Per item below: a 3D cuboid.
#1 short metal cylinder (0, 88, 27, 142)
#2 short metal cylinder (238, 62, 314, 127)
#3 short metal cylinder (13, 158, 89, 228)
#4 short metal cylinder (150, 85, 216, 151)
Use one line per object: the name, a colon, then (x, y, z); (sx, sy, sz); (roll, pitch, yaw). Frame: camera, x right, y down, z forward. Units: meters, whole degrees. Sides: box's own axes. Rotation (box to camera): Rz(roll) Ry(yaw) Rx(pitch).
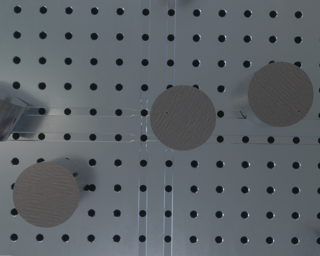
short metal cylinder: (-0.216, -0.025, 0.384); (0.080, 0.080, 0.050); (30, 90, 0)
short metal cylinder: (0.147, -0.041, 0.402); (0.081, 0.050, 0.079); (0, 90, 0)
short metal cylinder: (-0.138, 0.081, 0.400); (0.081, 0.050, 0.079); (0, 90, 0)
short metal cylinder: (0.028, -0.012, 0.401); (0.081, 0.050, 0.079); (0, 90, 0)
